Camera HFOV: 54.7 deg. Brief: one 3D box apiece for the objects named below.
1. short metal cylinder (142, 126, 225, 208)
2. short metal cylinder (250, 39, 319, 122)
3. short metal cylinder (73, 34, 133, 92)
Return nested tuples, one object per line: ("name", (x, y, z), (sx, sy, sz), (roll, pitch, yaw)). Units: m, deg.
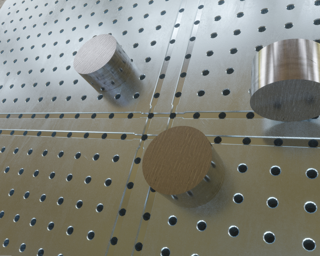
("short metal cylinder", (0.027, 0.044, 0.351), (0.080, 0.050, 0.080), (-13, 56, 21))
("short metal cylinder", (0.138, -0.048, 0.330), (0.080, 0.080, 0.050), (-4, 60, 26))
("short metal cylinder", (-0.092, -0.106, 0.506), (0.080, 0.050, 0.080), (-13, 56, 21))
